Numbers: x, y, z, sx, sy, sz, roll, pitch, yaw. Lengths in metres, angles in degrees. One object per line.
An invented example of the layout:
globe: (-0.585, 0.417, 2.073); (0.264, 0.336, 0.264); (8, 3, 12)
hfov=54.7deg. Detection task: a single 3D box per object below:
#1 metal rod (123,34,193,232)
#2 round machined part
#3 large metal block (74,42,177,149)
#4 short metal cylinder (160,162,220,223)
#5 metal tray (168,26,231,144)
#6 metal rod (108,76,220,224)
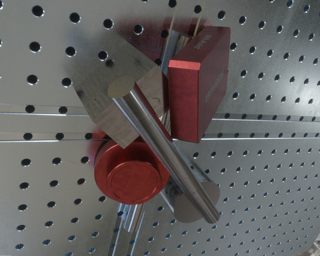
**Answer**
metal rod: (-0.005, 0.023, 0.424); (0.025, 0.025, 0.298); (2, 117, -30)
round machined part: (-0.035, 0.060, 0.399); (0.099, 0.042, 0.097); (-4, 117, -8)
large metal block: (-0.037, -0.038, 0.334); (0.080, 0.080, 0.050); (-41, 130, 0)
short metal cylinder: (0.046, 0.101, 0.485); (0.081, 0.050, 0.079); (-14, 125, -21)
metal tray: (0.049, -0.054, 0.352); (0.131, 0.030, 0.089); (-53, 146, -50)
metal rod: (0.024, 0.050, 0.365); (0.025, 0.025, 0.300); (-37, 138, -4)
